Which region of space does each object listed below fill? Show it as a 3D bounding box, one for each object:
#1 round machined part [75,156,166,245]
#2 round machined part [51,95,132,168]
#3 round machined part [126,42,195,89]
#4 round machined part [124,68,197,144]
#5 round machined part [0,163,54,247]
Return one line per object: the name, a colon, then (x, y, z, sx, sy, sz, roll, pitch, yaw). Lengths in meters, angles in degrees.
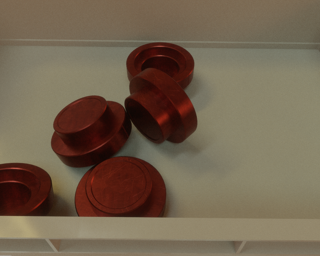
round machined part: (-0.042, 0.070, 0.335, 0.099, 0.042, 0.098, 0, 50, 0)
round machined part: (-0.088, -0.003, 0.375, 0.098, 0.042, 0.098, -14, 39, 12)
round machined part: (0.001, -0.082, 0.463, 0.099, 0.042, 0.098, 0, 50, 0)
round machined part: (-0.005, -0.020, 0.375, 0.042, 0.098, 0.098, -39, 61, -23)
round machined part: (-0.158, 0.079, 0.311, 0.099, 0.042, 0.098, 2, 27, -1)
